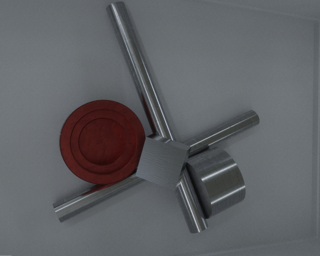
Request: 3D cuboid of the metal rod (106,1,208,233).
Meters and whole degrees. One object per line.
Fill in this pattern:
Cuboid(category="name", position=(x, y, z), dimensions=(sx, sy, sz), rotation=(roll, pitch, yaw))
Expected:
Cuboid(category="metal rod", position=(-0.003, -0.013, 0.390), dimensions=(0.025, 0.025, 0.299), rotation=(-21, 90, -19))

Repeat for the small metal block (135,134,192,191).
Cuboid(category="small metal block", position=(0.004, 0.040, 0.368), dimensions=(0.050, 0.025, 0.050), rotation=(18, 101, 13))

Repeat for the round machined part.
Cuboid(category="round machined part", position=(-0.071, 0.016, 0.375), dimensions=(0.099, 0.042, 0.097), rotation=(0, 90, -21))

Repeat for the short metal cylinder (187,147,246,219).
Cuboid(category="short metal cylinder", position=(0.065, 0.071, 0.405), dimensions=(0.050, 0.080, 0.080), rotation=(-21, 97, -19))

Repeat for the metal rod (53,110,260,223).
Cuboid(category="metal rod", position=(0.009, 0.043, 0.414), dimensions=(0.302, 0.025, 0.025), rotation=(-24, 98, -19))
